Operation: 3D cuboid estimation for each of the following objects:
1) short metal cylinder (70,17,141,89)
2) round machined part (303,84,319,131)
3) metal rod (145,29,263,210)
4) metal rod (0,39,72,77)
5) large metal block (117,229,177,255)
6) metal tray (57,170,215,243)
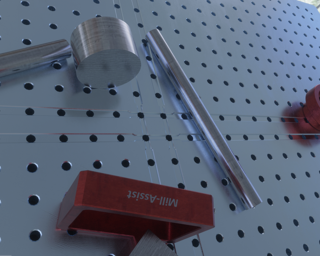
[{"bbox_3d":[-0.069,-0.093,0.394,0.081,0.080,0.050,-2,63,-30],"label":"short metal cylinder"},{"bbox_3d":[0.315,-0.032,0.590,0.099,0.042,0.098,14,56,-21],"label":"round machined part"},{"bbox_3d":[0.057,-0.023,0.454,0.025,0.025,0.299,-18,71,-35],"label":"metal rod"},{"bbox_3d":[-0.228,-0.046,0.313,0.302,0.025,0.025,-29,78,-38],"label":"metal rod"},{"bbox_3d":[-0.013,0.157,0.290,0.080,0.050,0.080,42,51,0],"label":"large metal block"},{"bbox_3d":[-0.025,0.083,0.303,0.131,0.090,0.030,15,56,-20],"label":"metal tray"}]
